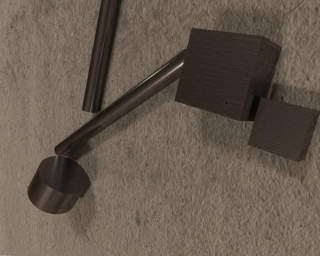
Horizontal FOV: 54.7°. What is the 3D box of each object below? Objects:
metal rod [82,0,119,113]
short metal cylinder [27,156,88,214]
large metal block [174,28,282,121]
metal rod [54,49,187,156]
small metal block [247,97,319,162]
[{"bbox_3d":[-0.079,-0.170,0.467,0.025,0.025,0.298,21,103,38],"label":"metal rod"},{"bbox_3d":[-0.165,0.091,0.502,0.080,0.081,0.050,49,119,28],"label":"short metal cylinder"},{"bbox_3d":[0.070,-0.056,0.329,0.080,0.050,0.079,21,103,37],"label":"large metal block"},{"bbox_3d":[-0.069,-0.022,0.459,0.299,0.025,0.025,-31,71,35],"label":"metal rod"},{"bbox_3d":[0.121,0.000,0.304,0.050,0.025,0.050,21,103,37],"label":"small metal block"}]
